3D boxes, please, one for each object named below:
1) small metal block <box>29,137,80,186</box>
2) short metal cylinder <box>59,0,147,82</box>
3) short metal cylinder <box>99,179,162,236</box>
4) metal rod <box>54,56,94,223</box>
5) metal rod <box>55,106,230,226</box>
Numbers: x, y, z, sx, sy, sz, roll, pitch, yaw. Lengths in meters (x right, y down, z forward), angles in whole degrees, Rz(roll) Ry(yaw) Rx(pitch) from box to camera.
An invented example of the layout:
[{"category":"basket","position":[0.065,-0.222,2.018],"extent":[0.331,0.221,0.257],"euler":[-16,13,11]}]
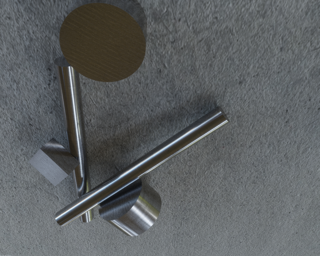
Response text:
[{"category":"small metal block","position":[-0.146,0.048,0.428],"extent":[0.050,0.025,0.050],"euler":[46,134,-8]},{"category":"short metal cylinder","position":[-0.054,-0.093,0.311],"extent":[0.081,0.050,0.079],"euler":[0,130,0]},{"category":"short metal cylinder","position":[-0.045,0.114,0.468],"extent":[0.080,0.080,0.050],"euler":[-27,125,21]},{"category":"metal rod","position":[-0.115,0.039,0.439],"extent":[0.025,0.025,0.298],"euler":[3,130,-3]},{"category":"metal rod","position":[-0.037,0.062,0.440],"extent":[0.300,0.025,0.025],"euler":[-34,123,18]}]
